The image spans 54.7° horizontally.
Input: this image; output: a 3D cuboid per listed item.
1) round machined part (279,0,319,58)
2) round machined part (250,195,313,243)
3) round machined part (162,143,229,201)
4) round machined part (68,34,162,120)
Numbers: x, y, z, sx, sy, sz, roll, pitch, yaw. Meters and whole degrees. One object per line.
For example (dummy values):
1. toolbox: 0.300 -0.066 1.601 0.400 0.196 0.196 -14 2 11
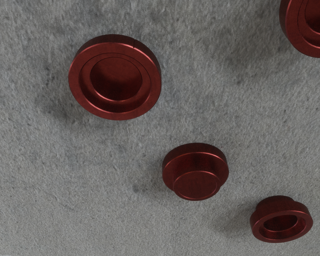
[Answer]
1. round machined part: 0.164 -0.120 0.296 0.099 0.042 0.097 -1 130 0
2. round machined part: 0.203 0.152 0.529 0.099 0.042 0.097 -1 130 0
3. round machined part: 0.052 0.071 0.457 0.099 0.042 0.097 -1 130 0
4. round machined part: -0.048 -0.059 0.345 0.099 0.042 0.097 -1 130 0
